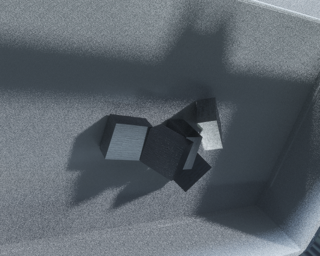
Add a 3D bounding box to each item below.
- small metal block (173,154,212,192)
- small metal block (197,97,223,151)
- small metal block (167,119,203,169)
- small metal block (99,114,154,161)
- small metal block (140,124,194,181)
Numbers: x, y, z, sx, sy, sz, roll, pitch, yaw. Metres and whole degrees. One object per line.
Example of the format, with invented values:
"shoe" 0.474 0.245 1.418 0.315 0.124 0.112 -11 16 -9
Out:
"small metal block" 0.044 0.061 0.451 0.050 0.050 0.025 -44 95 1
"small metal block" 0.068 -0.006 0.423 0.025 0.050 0.050 -9 129 15
"small metal block" 0.027 0.022 0.421 0.025 0.050 0.050 1 118 -29
"small metal block" -0.043 0.013 0.391 0.050 0.025 0.050 7 115 -32
"small metal block" 0.008 0.030 0.391 0.025 0.050 0.050 -24 139 -55
